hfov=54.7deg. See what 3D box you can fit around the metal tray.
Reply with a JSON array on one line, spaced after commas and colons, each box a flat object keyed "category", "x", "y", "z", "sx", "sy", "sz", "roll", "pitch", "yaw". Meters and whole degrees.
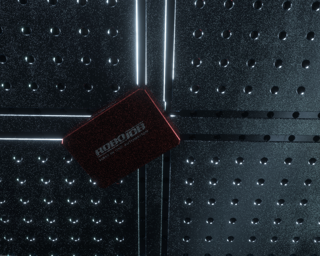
[{"category": "metal tray", "x": -0.051, "y": 0.013, "z": 0.415, "sx": 0.130, "sy": 0.030, "sz": 0.090, "roll": -32, "pitch": 108, "yaw": 10}]
